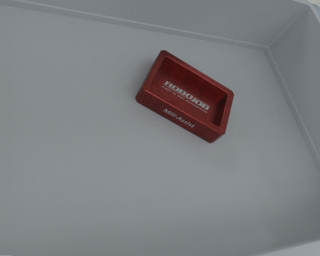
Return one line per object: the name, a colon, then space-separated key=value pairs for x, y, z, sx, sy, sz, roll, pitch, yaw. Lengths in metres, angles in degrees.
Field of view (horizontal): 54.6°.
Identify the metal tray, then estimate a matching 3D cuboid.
metal tray: x=0.040 y=-0.046 z=0.451 sx=0.130 sy=0.030 sz=0.090 roll=29 pitch=52 yaw=-10
